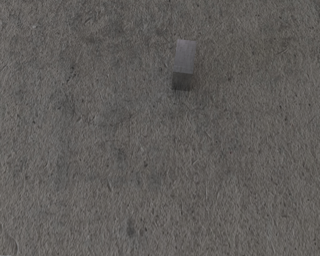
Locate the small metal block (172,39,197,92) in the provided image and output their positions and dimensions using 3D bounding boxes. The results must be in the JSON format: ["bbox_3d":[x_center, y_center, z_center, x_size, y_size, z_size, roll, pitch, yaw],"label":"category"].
[{"bbox_3d":[0.033,-0.085,0.426,0.025,0.050,0.050,7,70,3],"label":"small metal block"}]
